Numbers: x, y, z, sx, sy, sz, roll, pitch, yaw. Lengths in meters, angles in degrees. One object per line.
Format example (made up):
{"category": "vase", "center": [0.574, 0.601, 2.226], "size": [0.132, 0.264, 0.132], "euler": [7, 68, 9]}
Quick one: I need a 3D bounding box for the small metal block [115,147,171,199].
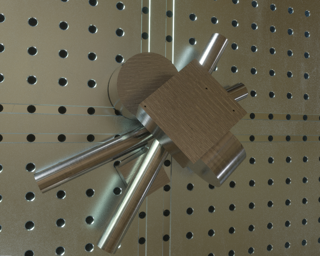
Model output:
{"category": "small metal block", "center": [-0.023, 0.059, 0.401], "size": [0.050, 0.025, 0.050], "euler": [-30, 100, -18]}

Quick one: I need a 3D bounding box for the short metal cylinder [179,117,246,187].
{"category": "short metal cylinder", "center": [0.064, 0.031, 0.404], "size": [0.050, 0.080, 0.080], "euler": [-45, 104, -13]}

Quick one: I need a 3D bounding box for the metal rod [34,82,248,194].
{"category": "metal rod", "center": [-0.010, 0.005, 0.405], "size": [0.302, 0.025, 0.025], "euler": [-25, 99, -19]}

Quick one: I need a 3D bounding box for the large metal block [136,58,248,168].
{"category": "large metal block", "center": [0.032, -0.014, 0.340], "size": [0.080, 0.050, 0.080], "euler": [-41, 86, -15]}

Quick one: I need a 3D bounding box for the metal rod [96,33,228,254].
{"category": "metal rod", "center": [0.008, 0.011, 0.386], "size": [0.025, 0.025, 0.300], "euler": [32, 79, -17]}

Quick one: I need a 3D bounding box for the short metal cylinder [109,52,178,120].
{"category": "short metal cylinder", "center": [-0.020, -0.050, 0.388], "size": [0.081, 0.050, 0.079], "euler": [0, 90, -20]}
